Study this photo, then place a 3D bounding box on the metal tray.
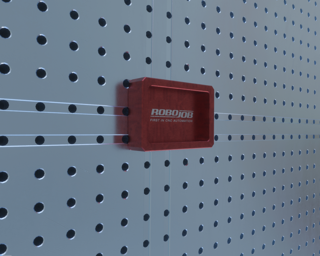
[{"bbox_3d":[0.020,-0.016,0.420,0.131,0.030,0.090,0,90,-40],"label":"metal tray"}]
